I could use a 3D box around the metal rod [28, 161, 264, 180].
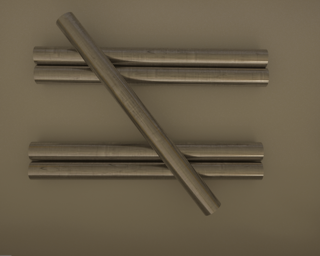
[{"bbox_3d":[-0.018,0.056,0.409,0.302,0.025,0.025,0,90,0],"label":"metal rod"}]

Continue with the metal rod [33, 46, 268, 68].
[{"bbox_3d":[-0.012,-0.093,0.409,0.302,0.025,0.025,1,90,0],"label":"metal rod"}]

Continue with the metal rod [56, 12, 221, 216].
[{"bbox_3d":[-0.026,-0.017,0.385,0.025,0.025,0.300,-38,90,0],"label":"metal rod"}]

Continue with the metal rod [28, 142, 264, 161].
[{"bbox_3d":[-0.017,0.031,0.409,0.302,0.025,0.025,0,90,0],"label":"metal rod"}]

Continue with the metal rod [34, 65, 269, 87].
[{"bbox_3d":[-0.011,-0.069,0.409,0.302,0.025,0.025,1,90,0],"label":"metal rod"}]
